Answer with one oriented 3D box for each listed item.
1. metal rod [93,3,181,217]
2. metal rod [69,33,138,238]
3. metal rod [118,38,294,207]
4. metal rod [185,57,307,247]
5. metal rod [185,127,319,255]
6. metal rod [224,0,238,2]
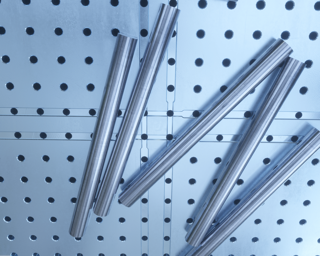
[{"bbox_3d":[-0.037,-0.009,0.409,0.025,0.025,0.298,18,109,-7],"label":"metal rod"},{"bbox_3d":[-0.082,0.023,0.421,0.025,0.025,0.298,16,109,-6],"label":"metal rod"},{"bbox_3d":[0.051,0.002,0.414,0.025,0.025,0.299,41,105,-14],"label":"metal rod"},{"bbox_3d":[0.110,0.045,0.430,0.025,0.025,0.298,22,108,-8],"label":"metal rod"},{"bbox_3d":[0.126,0.118,0.457,0.025,0.025,0.299,36,106,-12],"label":"metal rod"},{"bbox_3d":[-0.058,-0.179,0.347,0.302,0.025,0.025,8,110,-3],"label":"metal rod"}]
